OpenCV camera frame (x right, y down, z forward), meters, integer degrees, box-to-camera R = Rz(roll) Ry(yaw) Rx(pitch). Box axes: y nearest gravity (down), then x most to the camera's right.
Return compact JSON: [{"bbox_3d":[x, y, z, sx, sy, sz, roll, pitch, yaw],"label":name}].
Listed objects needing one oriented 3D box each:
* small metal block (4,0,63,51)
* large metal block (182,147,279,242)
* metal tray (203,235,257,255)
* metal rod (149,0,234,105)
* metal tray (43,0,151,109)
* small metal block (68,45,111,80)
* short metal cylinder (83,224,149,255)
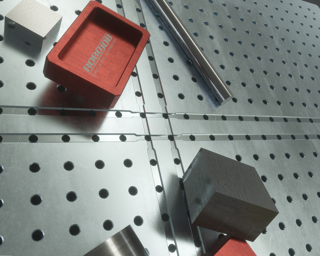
[{"bbox_3d":[-0.164,-0.137,0.403,0.050,0.025,0.050,28,52,-10],"label":"small metal block"},{"bbox_3d":[0.078,0.077,0.367,0.080,0.050,0.080,21,26,-16],"label":"large metal block"},{"bbox_3d":[0.065,0.186,0.327,0.131,0.030,0.090,-28,77,-37],"label":"metal tray"},{"bbox_3d":[0.031,-0.168,0.526,0.025,0.025,0.299,-22,74,-36],"label":"metal rod"},{"bbox_3d":[-0.074,-0.096,0.391,0.090,0.030,0.130,28,52,-11],"label":"metal tray"},{"bbox_3d":[-0.096,-0.079,0.405,0.050,0.025,0.050,-2,63,-29],"label":"small metal block"},{"bbox_3d":[-0.047,0.128,0.269,0.081,0.080,0.050,-25,76,-37],"label":"short metal cylinder"}]
